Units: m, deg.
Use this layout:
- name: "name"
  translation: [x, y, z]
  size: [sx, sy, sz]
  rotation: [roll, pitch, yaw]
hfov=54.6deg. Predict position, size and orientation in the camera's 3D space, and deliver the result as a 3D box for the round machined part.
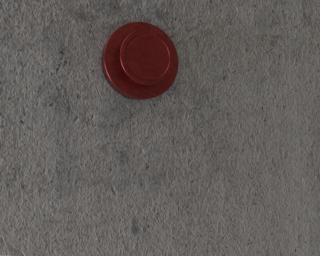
- name: "round machined part"
  translation: [-0.021, -0.086, 0.392]
  size: [0.099, 0.042, 0.097]
  rotation: [0, 90, -20]
